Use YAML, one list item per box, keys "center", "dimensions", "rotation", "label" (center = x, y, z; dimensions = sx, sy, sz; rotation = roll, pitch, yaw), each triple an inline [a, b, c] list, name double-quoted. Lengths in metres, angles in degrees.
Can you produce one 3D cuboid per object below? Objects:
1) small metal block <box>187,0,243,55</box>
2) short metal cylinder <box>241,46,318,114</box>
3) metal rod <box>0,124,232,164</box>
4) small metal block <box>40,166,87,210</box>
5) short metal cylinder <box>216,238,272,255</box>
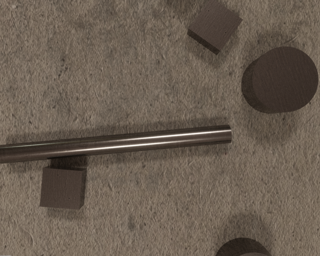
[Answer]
- center: [0.072, -0.134, 0.411]
  dimensions: [0.050, 0.025, 0.050]
  rotation: [35, 90, -1]
  label: "small metal block"
- center: [0.152, -0.059, 0.400]
  dimensions: [0.081, 0.050, 0.079]
  rotation: [0, 90, -1]
  label: "short metal cylinder"
- center: [-0.058, 0.021, 0.409]
  dimensions: [0.302, 0.025, 0.025]
  rotation: [-5, 90, -1]
  label: "metal rod"
- center: [-0.127, 0.078, 0.408]
  dimensions: [0.050, 0.025, 0.050]
  rotation: [5, 90, -1]
  label: "small metal block"
- center: [0.113, 0.190, 0.399]
  dimensions: [0.081, 0.050, 0.079]
  rotation: [0, 90, -1]
  label: "short metal cylinder"
